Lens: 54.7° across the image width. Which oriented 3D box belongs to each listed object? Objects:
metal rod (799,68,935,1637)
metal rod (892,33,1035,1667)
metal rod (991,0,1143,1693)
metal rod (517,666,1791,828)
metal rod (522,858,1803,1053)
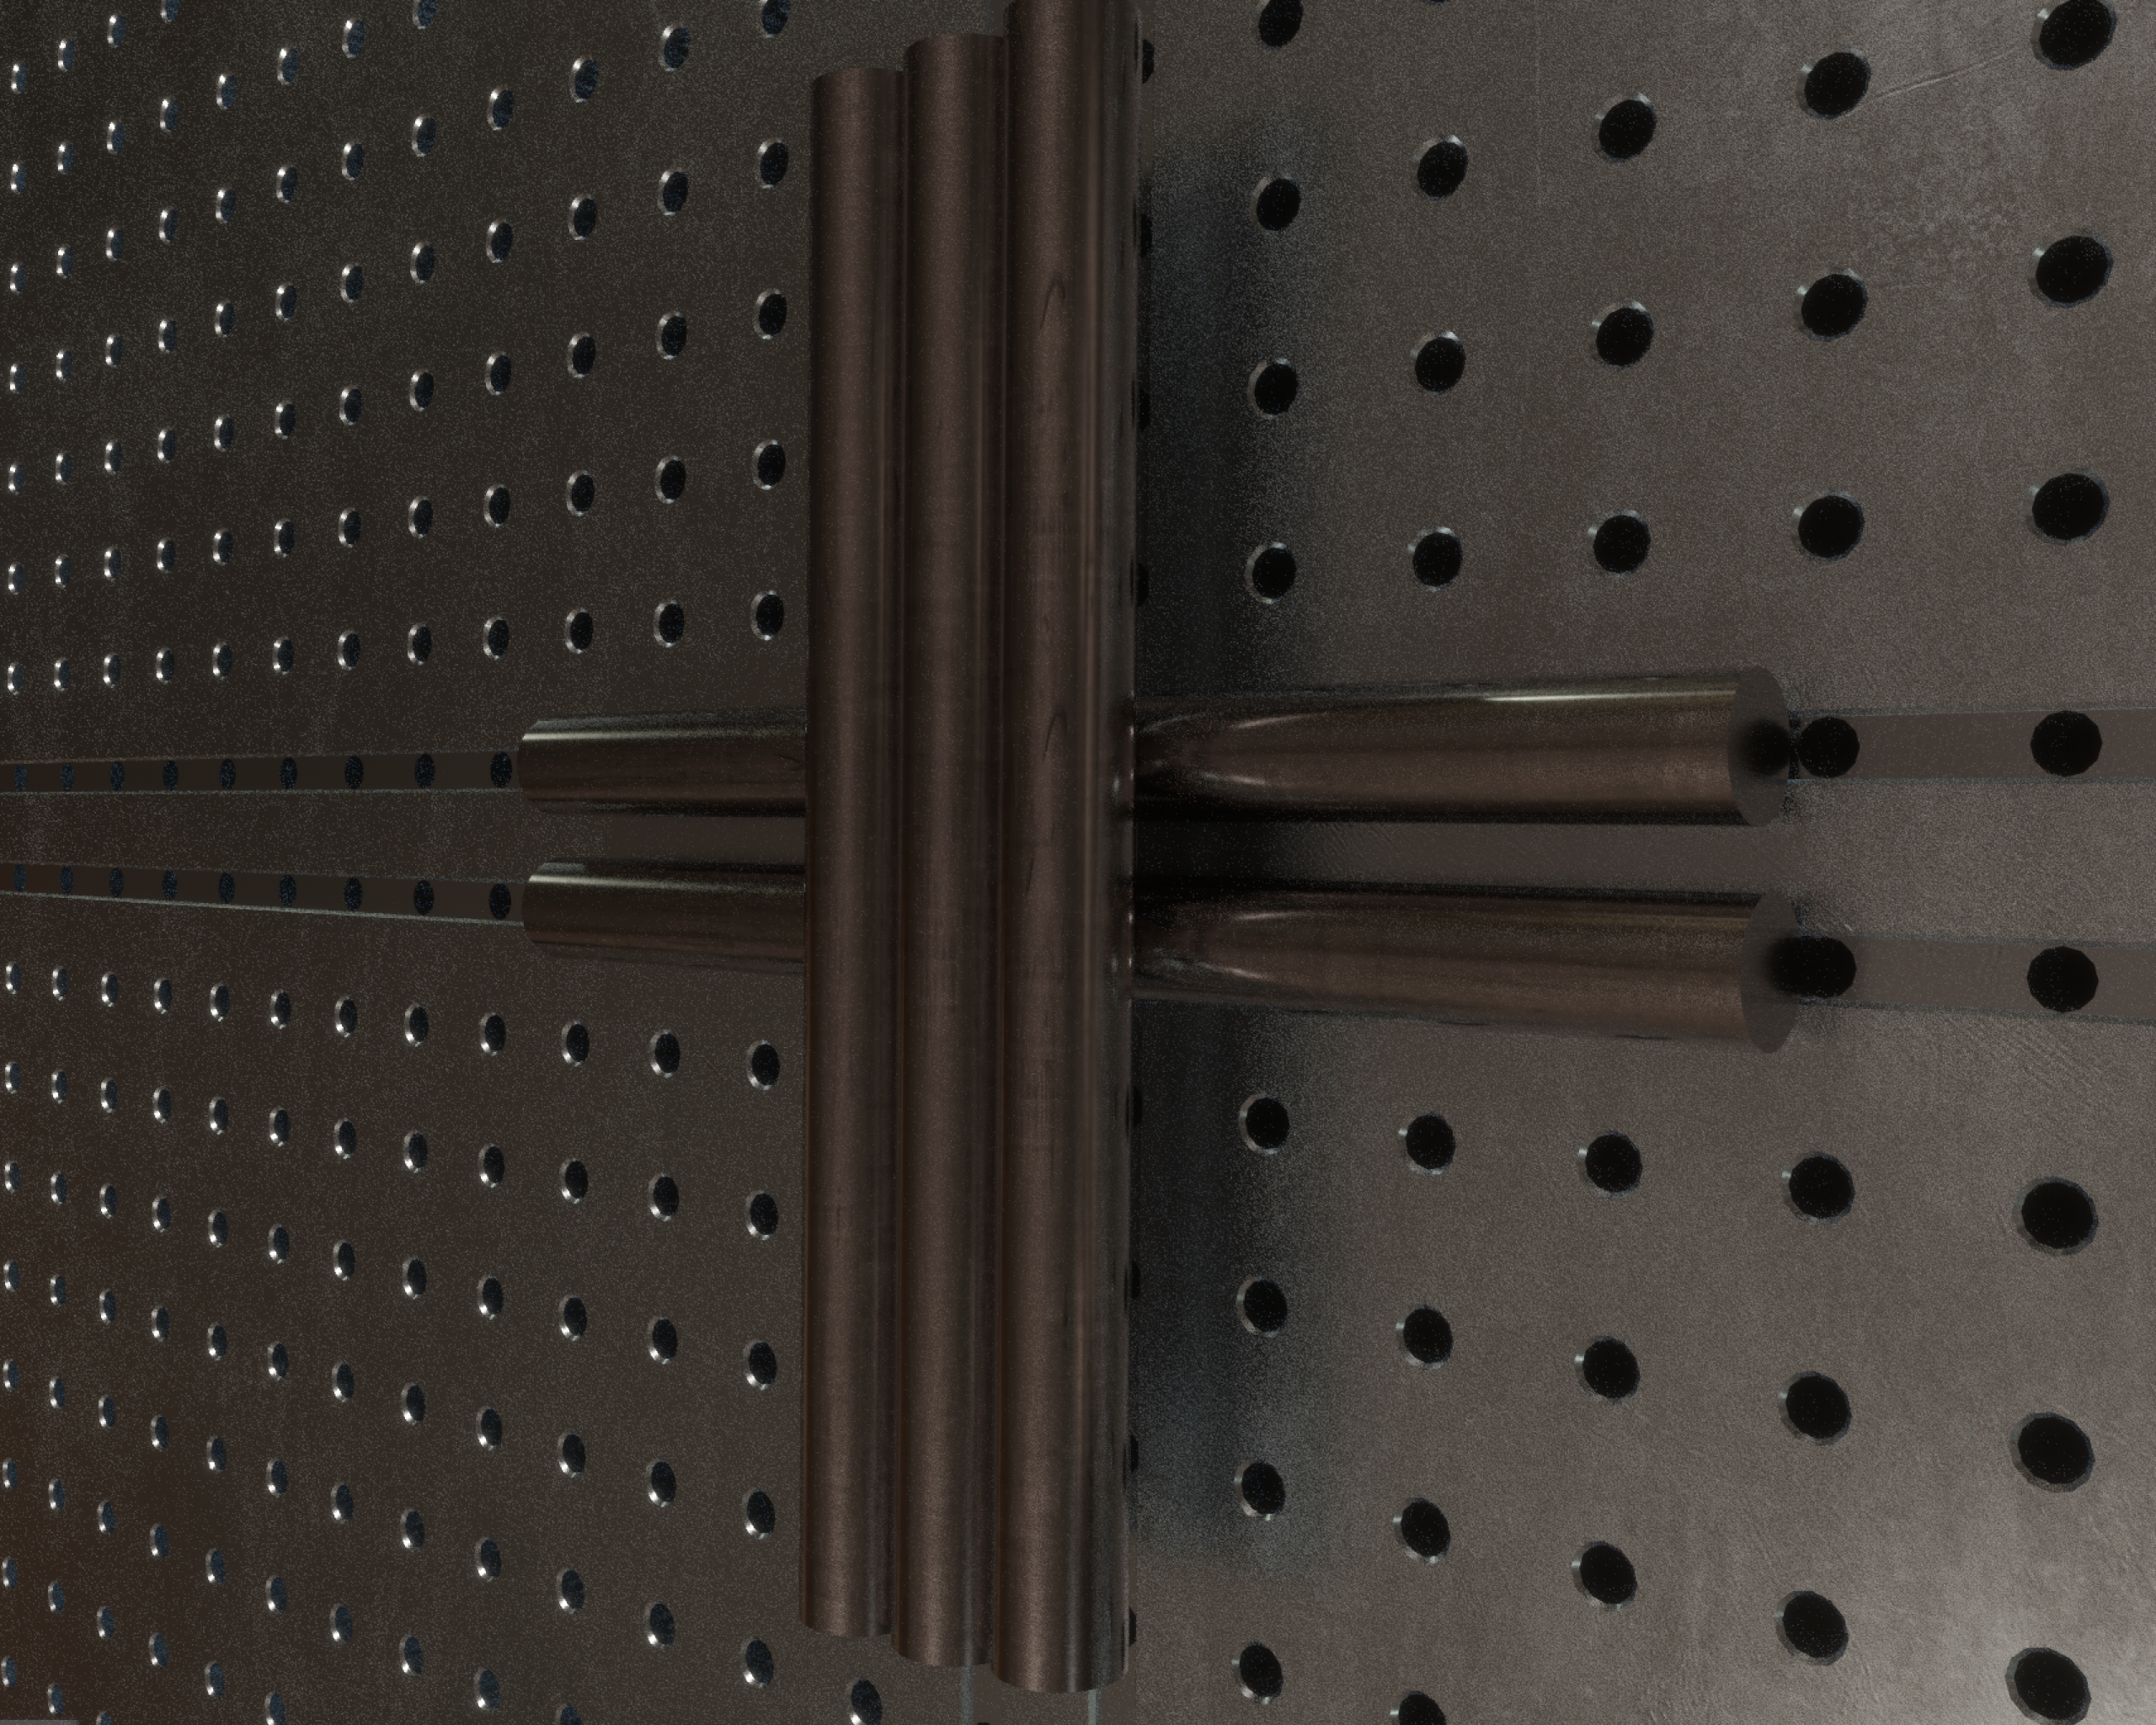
[{"bbox_3d":[-0.041,-0.002,0.409,0.025,0.025,0.298,1,91,39],"label":"metal rod"},{"bbox_3d":[-0.021,-0.002,0.393,0.025,0.025,0.298,1,91,39],"label":"metal rod"},{"bbox_3d":[-0.002,-0.004,0.377,0.025,0.025,0.298,1,91,39],"label":"metal rod"},{"bbox_3d":[-0.011,-0.021,0.417,0.300,0.025,0.025,1,91,39],"label":"metal rod"},{"bbox_3d":[-0.009,0.014,0.415,0.300,0.025,0.025,1,91,39],"label":"metal rod"}]
